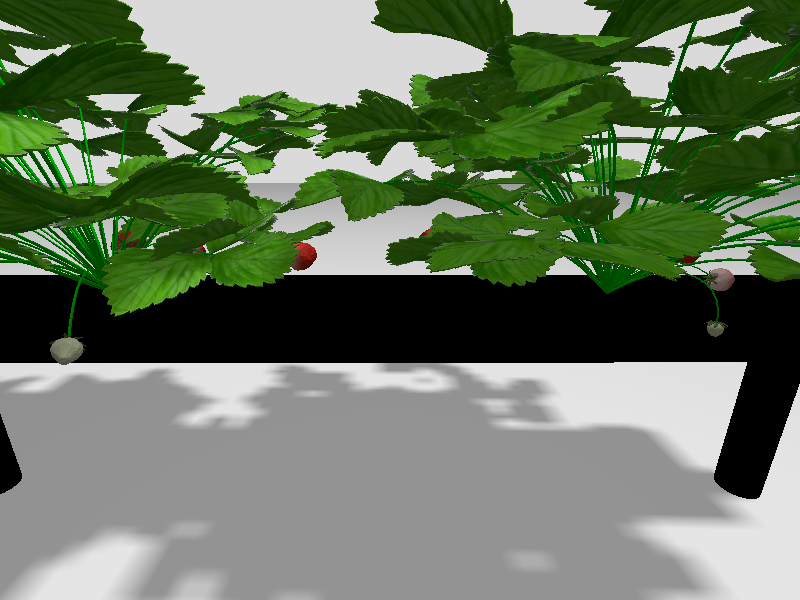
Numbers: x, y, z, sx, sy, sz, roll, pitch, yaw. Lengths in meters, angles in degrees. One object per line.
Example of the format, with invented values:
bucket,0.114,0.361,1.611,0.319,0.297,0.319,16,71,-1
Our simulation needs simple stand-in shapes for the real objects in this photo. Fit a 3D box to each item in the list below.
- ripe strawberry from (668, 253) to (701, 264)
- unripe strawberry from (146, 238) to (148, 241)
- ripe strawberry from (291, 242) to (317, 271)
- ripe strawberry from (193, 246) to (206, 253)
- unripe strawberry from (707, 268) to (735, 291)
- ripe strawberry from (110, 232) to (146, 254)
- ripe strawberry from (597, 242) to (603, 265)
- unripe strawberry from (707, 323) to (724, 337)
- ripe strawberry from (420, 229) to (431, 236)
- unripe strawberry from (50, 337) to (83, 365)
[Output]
ripe strawberry,0.335,-0.056,0.472,0.034,0.029,0.034,16,3,-42
unripe strawberry,-0.357,-0.076,0.542,0.028,0.030,0.030,-9,-36,-26
ripe strawberry,-0.108,-0.049,0.443,0.032,0.033,0.029,-9,20,-28
ripe strawberry,-0.252,-0.060,0.495,0.024,0.021,0.024,1,12,3
unripe strawberry,0.301,-0.019,0.374,0.021,0.021,0.020,5,17,-8
ripe strawberry,-0.339,-0.069,0.502,0.038,0.033,0.038,-9,20,-26
ripe strawberry,0.244,-0.058,0.482,0.028,0.029,0.030,8,19,22
unripe strawberry,0.207,0.019,0.264,0.009,0.010,0.010,-3,18,-9
ripe strawberry,0.039,-0.075,0.522,0.036,0.038,0.039,-15,23,-39
unripe strawberry,-0.193,0.030,0.232,0.015,0.015,0.016,-9,39,-24
